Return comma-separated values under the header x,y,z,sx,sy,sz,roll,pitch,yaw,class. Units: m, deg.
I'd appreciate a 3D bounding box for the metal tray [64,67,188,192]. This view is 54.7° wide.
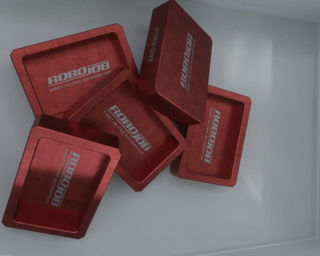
x,y,z,sx,sy,sz,roll,pitch,yaw,class
-0.036,0.004,0.371,0.090,0.030,0.130,-43,119,-8,metal tray

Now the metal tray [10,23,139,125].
x,y,z,sx,sy,sz,roll,pitch,yaw,class
-0.095,-0.063,0.371,0.131,0.030,0.090,-22,98,-19,metal tray

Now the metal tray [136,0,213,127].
x,y,z,sx,sy,sz,roll,pitch,yaw,class
0.023,-0.077,0.379,0.090,0.030,0.130,31,59,-41,metal tray

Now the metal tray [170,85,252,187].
x,y,z,sx,sy,sz,roll,pitch,yaw,class
0.072,0.011,0.434,0.091,0.030,0.129,13,85,-20,metal tray

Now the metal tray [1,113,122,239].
x,y,z,sx,sy,sz,roll,pitch,yaw,class
-0.106,0.058,0.336,0.091,0.030,0.129,18,112,-20,metal tray
